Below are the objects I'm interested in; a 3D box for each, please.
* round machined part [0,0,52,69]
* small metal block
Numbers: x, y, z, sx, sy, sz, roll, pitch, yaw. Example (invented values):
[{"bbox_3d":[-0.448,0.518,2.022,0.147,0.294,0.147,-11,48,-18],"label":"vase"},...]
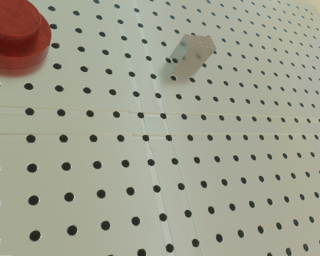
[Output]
[{"bbox_3d":[-0.183,-0.124,0.375,0.099,0.042,0.098,14,56,-21],"label":"round machined part"},{"bbox_3d":[0.053,-0.122,0.497,0.050,0.050,0.025,-5,65,-31],"label":"small metal block"}]
